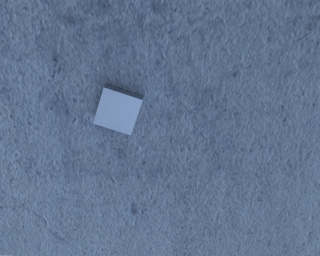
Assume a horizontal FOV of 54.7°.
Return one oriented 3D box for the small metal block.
[{"bbox_3d":[-0.053,-0.024,0.400,0.050,0.025,0.050,18,109,-7],"label":"small metal block"}]
